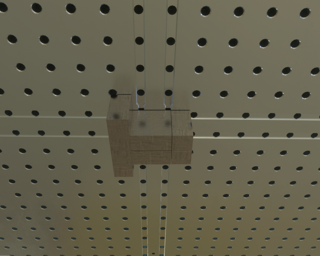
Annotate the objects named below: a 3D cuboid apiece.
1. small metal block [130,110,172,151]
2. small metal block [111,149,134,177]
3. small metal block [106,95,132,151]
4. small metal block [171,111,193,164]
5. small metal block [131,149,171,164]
[{"bbox_3d":[-0.011,0.002,0.396,0.050,0.050,0.025,0,130,-1],"label":"small metal block"},{"bbox_3d":[-0.049,0.031,0.420,0.025,0.050,0.050,0,130,0],"label":"small metal block"},{"bbox_3d":[-0.049,-0.007,0.388,0.025,0.050,0.050,0,130,0],"label":"small metal block"},{"bbox_3d":[0.027,0.012,0.405,0.025,0.050,0.050,0,130,0],"label":"small metal block"},{"bbox_3d":[-0.011,0.022,0.413,0.050,0.050,0.025,0,130,-1],"label":"small metal block"}]
